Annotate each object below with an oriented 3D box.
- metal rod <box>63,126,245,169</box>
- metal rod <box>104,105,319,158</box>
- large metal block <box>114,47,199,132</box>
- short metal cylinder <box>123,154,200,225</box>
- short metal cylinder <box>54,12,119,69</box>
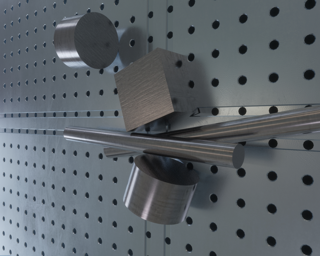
[{"bbox_3d":[-0.034,0.018,0.404,0.300,0.025,0.025,5,93,42],"label":"metal rod"},{"bbox_3d":[0.038,0.012,0.377,0.300,0.025,0.025,-11,83,39],"label":"metal rod"},{"bbox_3d":[-0.007,-0.045,0.399,0.080,0.050,0.080,-22,76,38],"label":"large metal block"},{"bbox_3d":[0.001,0.071,0.373,0.080,0.081,0.050,28,108,36],"label":"short metal cylinder"},{"bbox_3d":[-0.109,-0.129,0.464,0.050,0.081,0.079,9,96,40],"label":"short metal cylinder"}]
